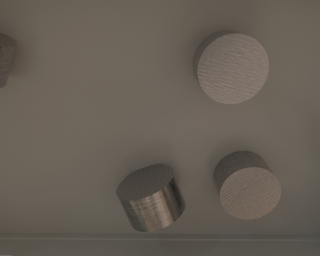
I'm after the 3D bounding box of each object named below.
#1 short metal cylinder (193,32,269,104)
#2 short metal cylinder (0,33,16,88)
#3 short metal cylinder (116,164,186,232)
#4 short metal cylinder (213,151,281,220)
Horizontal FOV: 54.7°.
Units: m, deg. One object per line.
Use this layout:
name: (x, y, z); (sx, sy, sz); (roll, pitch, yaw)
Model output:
short metal cylinder: (0.082, -0.074, 0.372); (0.081, 0.050, 0.079); (0, 110, -1)
short metal cylinder: (-0.211, -0.083, 0.348); (0.080, 0.080, 0.050); (21, 109, -8)
short metal cylinder: (-0.012, 0.092, 0.416); (0.080, 0.080, 0.050); (-18, 109, 6)
short metal cylinder: (0.118, 0.078, 0.429); (0.081, 0.050, 0.079); (0, 110, -1)
